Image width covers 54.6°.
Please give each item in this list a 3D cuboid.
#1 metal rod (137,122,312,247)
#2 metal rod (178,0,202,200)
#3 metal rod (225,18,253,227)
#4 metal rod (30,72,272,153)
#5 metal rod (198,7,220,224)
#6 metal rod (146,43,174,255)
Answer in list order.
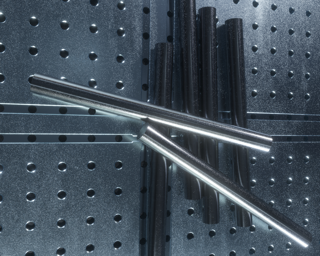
[{"bbox_3d":[0.098,0.085,0.420,0.301,0.025,0.025,34,79,-17],"label":"metal rod"},{"bbox_3d":[0.041,-0.053,0.427,0.025,0.025,0.298,-2,91,-20],"label":"metal rod"},{"bbox_3d":[0.115,-0.007,0.454,0.025,0.025,0.298,-4,91,-20],"label":"metal rod"},{"bbox_3d":[-0.002,-0.016,0.385,0.302,0.025,0.025,14,85,-10],"label":"metal rod"},{"bbox_3d":[0.069,-0.017,0.437,0.025,0.025,0.298,-1,91,-20],"label":"metal rod"},{"bbox_3d":[0.000,0.039,0.412,0.025,0.025,0.298,3,89,-20],"label":"metal rod"}]
